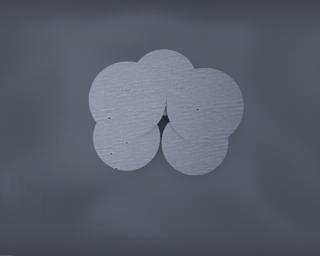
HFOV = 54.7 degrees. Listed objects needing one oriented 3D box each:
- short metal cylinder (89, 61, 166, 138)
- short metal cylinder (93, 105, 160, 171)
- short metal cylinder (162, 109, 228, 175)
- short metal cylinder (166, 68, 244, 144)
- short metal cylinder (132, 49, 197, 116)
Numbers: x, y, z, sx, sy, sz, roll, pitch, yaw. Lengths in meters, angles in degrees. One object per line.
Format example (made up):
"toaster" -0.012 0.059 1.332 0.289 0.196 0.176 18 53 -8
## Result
"short metal cylinder" -0.034 -0.030 0.347 0.081 0.050 0.080 0 90 0
"short metal cylinder" -0.040 0.011 0.397 0.081 0.050 0.080 0 90 0
"short metal cylinder" 0.042 0.017 0.397 0.081 0.050 0.080 0 90 0
"short metal cylinder" 0.047 -0.023 0.347 0.081 0.050 0.080 0 90 0
"short metal cylinder" 0.005 -0.055 0.397 0.081 0.050 0.080 0 90 0
